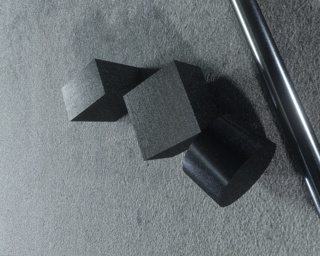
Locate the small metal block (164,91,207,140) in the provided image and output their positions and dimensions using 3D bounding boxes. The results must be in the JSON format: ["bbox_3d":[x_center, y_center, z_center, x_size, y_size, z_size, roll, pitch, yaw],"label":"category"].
[{"bbox_3d":[0.033,-0.011,0.378,0.050,0.025,0.050,44,116,31],"label":"small metal block"}]

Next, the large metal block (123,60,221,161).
[{"bbox_3d":[0.014,-0.017,0.345,0.080,0.050,0.080,-30,71,35],"label":"large metal block"}]

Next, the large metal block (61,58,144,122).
[{"bbox_3d":[-0.076,-0.048,0.432,0.080,0.081,0.050,-30,72,36],"label":"large metal block"}]

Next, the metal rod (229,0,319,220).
[{"bbox_3d":[0.117,-0.046,0.308,0.025,0.025,0.299,-28,73,36],"label":"metal rod"}]

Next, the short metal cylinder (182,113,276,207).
[{"bbox_3d":[0.069,0.032,0.312,0.050,0.081,0.080,42,115,32],"label":"short metal cylinder"}]
